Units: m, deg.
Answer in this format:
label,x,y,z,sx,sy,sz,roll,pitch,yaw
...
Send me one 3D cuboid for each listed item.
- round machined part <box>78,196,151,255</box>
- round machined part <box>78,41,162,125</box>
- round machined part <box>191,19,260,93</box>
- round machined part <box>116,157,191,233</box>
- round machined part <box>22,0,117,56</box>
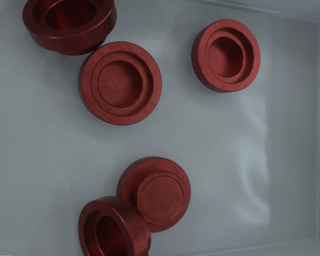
label,x,y,z,sx,sy,sz,roll,pitch,yaw
round machined part,-0.049,0.127,0.362,0.042,0.098,0.097,-10,94,-49
round machined part,-0.051,-0.054,0.379,0.099,0.042,0.097,-3,97,-25
round machined part,0.088,-0.098,0.435,0.099,0.042,0.097,0,90,-21
round machined part,-0.004,0.087,0.401,0.099,0.042,0.097,0,90,-21
round machined part,-0.097,-0.120,0.349,0.099,0.042,0.098,-2,59,3
